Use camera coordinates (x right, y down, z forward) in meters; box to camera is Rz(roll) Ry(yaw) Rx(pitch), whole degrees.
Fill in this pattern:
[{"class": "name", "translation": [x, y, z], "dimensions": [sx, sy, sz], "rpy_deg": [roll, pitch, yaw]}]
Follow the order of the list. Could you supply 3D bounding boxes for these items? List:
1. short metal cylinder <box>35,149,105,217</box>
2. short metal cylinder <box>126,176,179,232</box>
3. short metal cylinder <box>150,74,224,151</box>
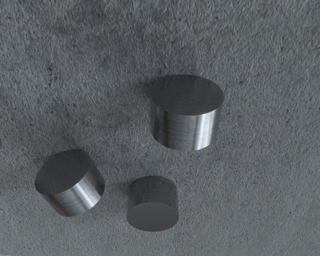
[{"class": "short metal cylinder", "translation": [-0.125, 0.076, 0.434], "dimensions": [0.080, 0.080, 0.050], "rpy_deg": [-13, 129, 10]}, {"class": "short metal cylinder", "translation": [-0.011, 0.121, 0.494], "dimensions": [0.081, 0.050, 0.079], "rpy_deg": [0, 130, 0]}, {"class": "short metal cylinder", "translation": [0.029, -0.019, 0.355], "dimensions": [0.081, 0.080, 0.050], "rpy_deg": [1, 130, -1]}]
